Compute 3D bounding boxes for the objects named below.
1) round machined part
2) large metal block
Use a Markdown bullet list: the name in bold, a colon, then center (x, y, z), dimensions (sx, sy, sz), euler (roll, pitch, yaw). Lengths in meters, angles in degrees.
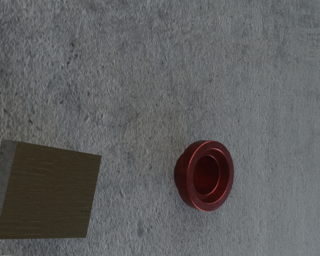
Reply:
- **round machined part**: center (0.059, 0.066, 0.443), dimensions (0.099, 0.042, 0.097), euler (0, 90, -40)
- **large metal block**: center (-0.111, 0.058, 0.296), dimensions (0.081, 0.050, 0.080), euler (16, 80, -39)
